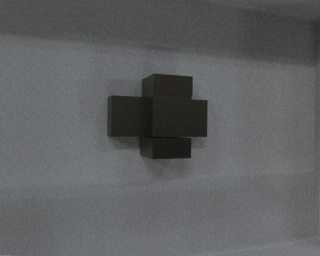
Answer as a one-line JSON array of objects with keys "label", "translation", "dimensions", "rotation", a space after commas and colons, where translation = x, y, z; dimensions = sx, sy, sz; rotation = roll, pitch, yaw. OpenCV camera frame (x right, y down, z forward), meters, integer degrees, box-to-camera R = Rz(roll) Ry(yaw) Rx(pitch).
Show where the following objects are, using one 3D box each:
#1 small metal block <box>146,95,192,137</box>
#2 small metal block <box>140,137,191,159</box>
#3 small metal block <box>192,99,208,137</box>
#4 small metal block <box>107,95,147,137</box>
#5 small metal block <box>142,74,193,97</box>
[{"label": "small metal block", "translation": [0.011, -0.014, 0.385], "dimensions": [0.050, 0.025, 0.050], "rotation": [1, 90, -20]}, {"label": "small metal block", "translation": [0.006, 0.024, 0.396], "dimensions": [0.050, 0.050, 0.025], "rotation": [1, 90, -20]}, {"label": "small metal block", "translation": [0.036, -0.013, 0.422], "dimensions": [0.050, 0.025, 0.050], "rotation": [1, 90, -20]}, {"label": "small metal block", "translation": [-0.039, -0.014, 0.394], "dimensions": [0.050, 0.025, 0.050], "rotation": [1, 90, -20]}, {"label": "small metal block", "translation": [0.008, -0.052, 0.398], "dimensions": [0.050, 0.050, 0.025], "rotation": [1, 90, -20]}]
